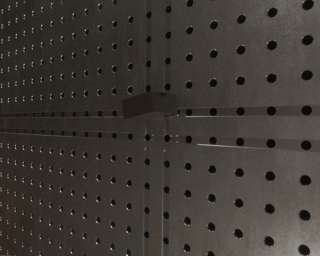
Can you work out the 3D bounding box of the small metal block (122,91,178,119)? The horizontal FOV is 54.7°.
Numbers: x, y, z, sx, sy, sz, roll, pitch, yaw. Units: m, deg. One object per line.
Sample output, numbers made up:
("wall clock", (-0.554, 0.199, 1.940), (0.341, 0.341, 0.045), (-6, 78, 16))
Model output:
("small metal block", (-0.013, -0.028, 0.402), (0.050, 0.050, 0.025), (-11, 83, 39))
